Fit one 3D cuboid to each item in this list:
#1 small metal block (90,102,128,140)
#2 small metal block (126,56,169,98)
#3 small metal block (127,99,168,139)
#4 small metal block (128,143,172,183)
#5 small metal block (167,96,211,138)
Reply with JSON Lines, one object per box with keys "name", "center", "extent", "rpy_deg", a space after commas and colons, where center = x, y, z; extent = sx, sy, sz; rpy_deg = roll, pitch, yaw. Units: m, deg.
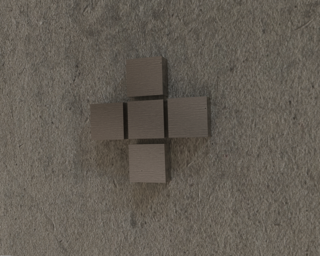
{"name": "small metal block", "center": [-0.068, -0.009, 0.433], "extent": [0.050, 0.025, 0.050], "rpy_deg": [-2, 89, 19]}
{"name": "small metal block", "center": [-0.017, -0.067, 0.415], "extent": [0.050, 0.025, 0.050], "rpy_deg": [-2, 89, 19]}
{"name": "small metal block", "center": [-0.015, -0.011, 0.415], "extent": [0.050, 0.025, 0.050], "rpy_deg": [-2, 89, 19]}
{"name": "small metal block", "center": [-0.013, 0.046, 0.414], "extent": [0.050, 0.025, 0.050], "rpy_deg": [-2, 89, 19]}
{"name": "small metal block", "center": [0.038, -0.013, 0.396], "extent": [0.050, 0.025, 0.050], "rpy_deg": [-2, 89, 19]}
